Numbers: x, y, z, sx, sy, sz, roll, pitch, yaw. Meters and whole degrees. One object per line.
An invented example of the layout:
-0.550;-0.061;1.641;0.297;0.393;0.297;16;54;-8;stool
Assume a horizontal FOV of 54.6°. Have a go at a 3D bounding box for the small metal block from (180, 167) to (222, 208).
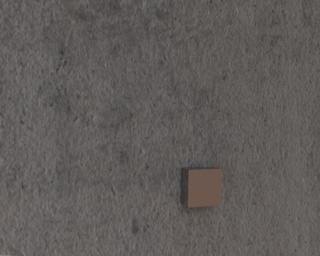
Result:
0.057;0.081;0.430;0.050;0.025;0.050;1;90;-20;small metal block
